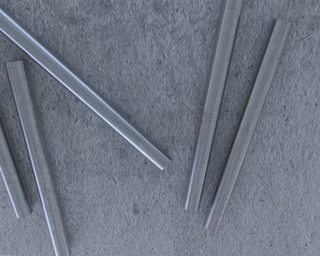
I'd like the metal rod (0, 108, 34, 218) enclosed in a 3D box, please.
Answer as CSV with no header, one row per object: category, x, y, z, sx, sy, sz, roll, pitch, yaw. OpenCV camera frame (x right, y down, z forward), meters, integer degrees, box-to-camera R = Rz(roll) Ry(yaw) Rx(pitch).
metal rod,-0.218,-0.014,0.402,0.025,0.025,0.298,-7,110,2

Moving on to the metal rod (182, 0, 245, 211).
metal rod,0.066,-0.024,0.401,0.025,0.025,0.298,7,110,-3

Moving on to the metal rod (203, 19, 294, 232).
metal rod,0.111,0.011,0.414,0.025,0.025,0.298,12,110,-5

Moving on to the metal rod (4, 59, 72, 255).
metal rod,-0.163,0.057,0.429,0.025,0.025,0.298,-5,110,2

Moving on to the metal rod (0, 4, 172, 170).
metal rod,-0.100,-0.049,0.390,0.300,0.025,0.025,42,105,-14
